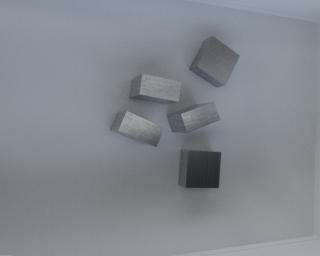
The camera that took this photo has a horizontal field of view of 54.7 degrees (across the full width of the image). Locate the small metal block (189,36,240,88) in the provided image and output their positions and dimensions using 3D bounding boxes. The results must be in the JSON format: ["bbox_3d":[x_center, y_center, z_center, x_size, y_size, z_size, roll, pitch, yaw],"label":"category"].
[{"bbox_3d":[0.077,-0.093,0.439,0.050,0.025,0.050,30,80,-18],"label":"small metal block"}]

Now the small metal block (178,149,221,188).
[{"bbox_3d":[0.055,0.056,0.431,0.050,0.025,0.050,5,89,-20],"label":"small metal block"}]

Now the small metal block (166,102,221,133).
[{"bbox_3d":[0.043,-0.014,0.413,0.050,0.050,0.025,-21,97,-19],"label":"small metal block"}]

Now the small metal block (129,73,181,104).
[{"bbox_3d":[-0.007,-0.048,0.394,0.050,0.050,0.025,9,87,-20],"label":"small metal block"}]

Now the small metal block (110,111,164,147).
[{"bbox_3d":[-0.030,0.001,0.386,0.050,0.050,0.025,24,82,-19],"label":"small metal block"}]
